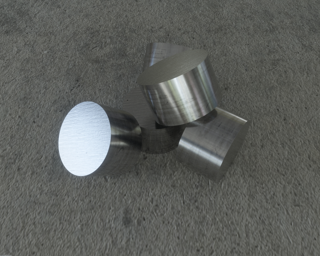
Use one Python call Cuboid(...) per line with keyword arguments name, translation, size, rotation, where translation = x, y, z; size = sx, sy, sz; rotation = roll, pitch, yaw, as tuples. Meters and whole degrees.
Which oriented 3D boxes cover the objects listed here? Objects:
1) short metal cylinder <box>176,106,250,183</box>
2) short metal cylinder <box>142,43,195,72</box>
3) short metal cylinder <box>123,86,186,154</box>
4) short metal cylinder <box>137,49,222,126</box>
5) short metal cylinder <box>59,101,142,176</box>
Cuboid(name="short metal cylinder", translation=(0.062, 0.016, 0.356), size=(0.050, 0.080, 0.080), rotation=(28, 56, 21))
Cuboid(name="short metal cylinder", translation=(0.017, -0.084, 0.431), size=(0.080, 0.080, 0.050), rotation=(11, 94, 9))
Cuboid(name="short metal cylinder", translation=(-0.005, -0.013, 0.399), size=(0.081, 0.050, 0.080), rotation=(0, 50, 0))
Cuboid(name="short metal cylinder", translation=(0.022, -0.045, 0.340), size=(0.080, 0.050, 0.080), rotation=(-20, 26, 11))
Cuboid(name="short metal cylinder", translation=(-0.068, 0.014, 0.349), size=(0.080, 0.050, 0.080), rotation=(-6, 78, 34))
